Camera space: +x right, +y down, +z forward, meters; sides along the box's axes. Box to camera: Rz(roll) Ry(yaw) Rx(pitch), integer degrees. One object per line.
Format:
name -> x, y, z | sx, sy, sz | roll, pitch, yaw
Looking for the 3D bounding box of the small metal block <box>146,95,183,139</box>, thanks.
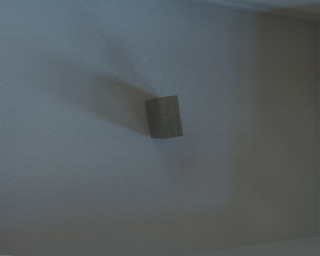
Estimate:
small metal block -> 0.004, -0.013, 0.395 | 0.025, 0.050, 0.050 | -9, 93, -20
